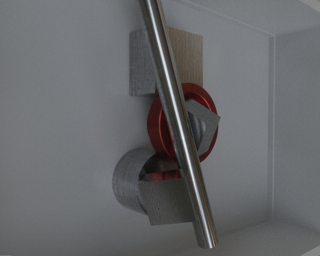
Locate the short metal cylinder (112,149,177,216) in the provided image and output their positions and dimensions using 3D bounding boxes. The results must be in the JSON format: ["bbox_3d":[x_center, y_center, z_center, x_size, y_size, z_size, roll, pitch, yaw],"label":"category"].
[{"bbox_3d":[-0.011,0.066,0.382,0.081,0.050,0.079,0,90,-40],"label":"short metal cylinder"}]

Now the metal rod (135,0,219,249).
[{"bbox_3d":[0.019,-0.007,0.332,0.025,0.025,0.298,-25,106,-38],"label":"metal rod"}]

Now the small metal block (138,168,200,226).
[{"bbox_3d":[0.011,0.074,0.331,0.025,0.050,0.050,-47,124,-69],"label":"small metal block"}]

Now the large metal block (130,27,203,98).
[{"bbox_3d":[0.009,-0.080,0.396,0.081,0.050,0.079,0,90,-40],"label":"large metal block"}]

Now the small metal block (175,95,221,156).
[{"bbox_3d":[0.036,-0.002,0.358,0.025,0.050,0.050,-25,141,-41],"label":"small metal block"}]

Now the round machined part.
[{"bbox_3d":[0.023,-0.004,0.377,0.099,0.042,0.097,0,90,-40],"label":"round machined part"}]
